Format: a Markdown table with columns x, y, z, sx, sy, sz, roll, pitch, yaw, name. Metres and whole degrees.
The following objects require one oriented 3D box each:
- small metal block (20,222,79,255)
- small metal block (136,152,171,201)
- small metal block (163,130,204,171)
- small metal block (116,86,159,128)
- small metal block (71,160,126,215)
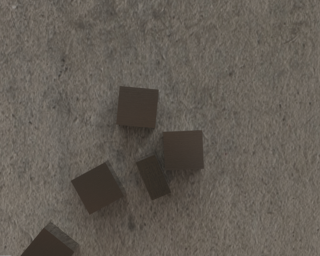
| x | y | z | sx | sy | sz | roll | pitch | yaw | name |
| --- | --- | --- | --- | --- | --- | --- | --- | --- | --- |
| -0.145 | 0.162 | 0.408 | 0.050 | 0.025 | 0.050 | 39 | 90 | -1 | small metal block |
| -0.008 | 0.059 | 0.397 | 0.025 | 0.050 | 0.050 | -23 | 90 | 0 | small metal block |
| 0.030 | 0.029 | 0.410 | 0.050 | 0.025 | 0.050 | -3 | 90 | -1 | small metal block |
| -0.029 | -0.027 | 0.410 | 0.050 | 0.025 | 0.050 | 5 | 90 | -1 | small metal block |
| -0.080 | 0.077 | 0.409 | 0.050 | 0.025 | 0.050 | -29 | 90 | -1 | small metal block |
